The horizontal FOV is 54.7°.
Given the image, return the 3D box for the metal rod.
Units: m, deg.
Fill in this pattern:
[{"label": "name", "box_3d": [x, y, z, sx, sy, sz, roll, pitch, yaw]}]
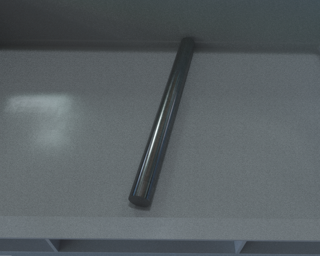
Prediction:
[{"label": "metal rod", "box_3d": [0.012, -0.032, 0.431, 0.025, 0.025, 0.300, 11, 51, 8]}]
